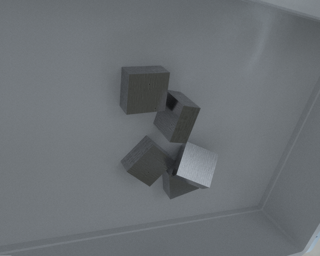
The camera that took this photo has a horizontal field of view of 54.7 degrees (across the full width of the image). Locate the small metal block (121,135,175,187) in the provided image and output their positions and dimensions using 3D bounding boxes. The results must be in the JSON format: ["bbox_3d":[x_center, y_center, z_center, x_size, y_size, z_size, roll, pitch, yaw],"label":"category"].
[{"bbox_3d":[-0.017,0.046,0.428,0.050,0.025,0.050,-45,129,3],"label":"small metal block"}]

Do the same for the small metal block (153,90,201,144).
[{"bbox_3d":[0.020,-0.015,0.394,0.025,0.050,0.050,6,116,-31],"label":"small metal block"}]

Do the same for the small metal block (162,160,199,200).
[{"bbox_3d":[0.032,0.075,0.472,0.050,0.025,0.050,-16,125,-19],"label":"small metal block"}]

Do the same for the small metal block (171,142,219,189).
[{"bbox_3d":[0.050,0.054,0.441,0.050,0.025,0.050,23,70,-9],"label":"small metal block"}]

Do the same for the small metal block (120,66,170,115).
[{"bbox_3d":[-0.019,-0.046,0.370,0.050,0.025,0.050,-7,122,-25],"label":"small metal block"}]
